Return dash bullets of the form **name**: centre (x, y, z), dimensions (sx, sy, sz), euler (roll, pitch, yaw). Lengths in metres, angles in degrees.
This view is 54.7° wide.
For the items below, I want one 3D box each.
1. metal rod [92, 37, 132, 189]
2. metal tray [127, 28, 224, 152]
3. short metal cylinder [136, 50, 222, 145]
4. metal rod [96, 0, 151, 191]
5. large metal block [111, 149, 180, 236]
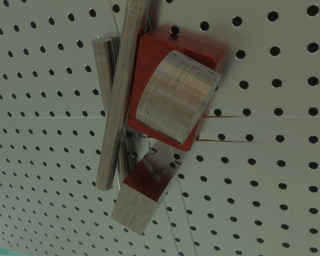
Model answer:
- **metal rod**: centre (-0.060, 0.020, 0.455), dimensions (0.025, 0.025, 0.298), euler (9, 123, 23)
- **metal tray**: centre (0.014, -0.043, 0.374), dimensions (0.090, 0.030, 0.129), euler (23, 127, 14)
- **short metal cylinder**: centre (0.019, -0.030, 0.308), dimensions (0.050, 0.080, 0.079), euler (30, 128, 9)
- **metal rod**: centre (-0.049, -0.040, 0.390), dimensions (0.025, 0.025, 0.298), euler (23, 120, 14)
- **large metal block**: centre (-0.020, 0.091, 0.443), dimensions (0.050, 0.080, 0.079), euler (29, 128, 10)
